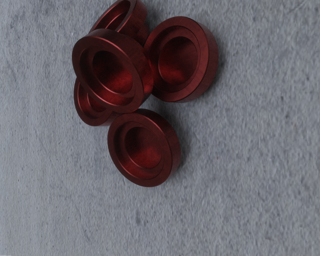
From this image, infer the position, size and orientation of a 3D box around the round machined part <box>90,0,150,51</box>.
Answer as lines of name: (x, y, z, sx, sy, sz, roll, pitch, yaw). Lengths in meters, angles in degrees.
round machined part: (-0.053, -0.128, 0.417, 0.098, 0.042, 0.098, -27, 42, 29)

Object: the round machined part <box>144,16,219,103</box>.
round machined part: (0.027, -0.079, 0.370, 0.098, 0.042, 0.097, 0, 90, 39)

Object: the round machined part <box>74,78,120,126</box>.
round machined part: (-0.081, -0.051, 0.458, 0.098, 0.042, 0.097, 0, 90, 39)

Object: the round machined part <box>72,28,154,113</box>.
round machined part: (-0.049, -0.069, 0.358, 0.098, 0.042, 0.097, 21, 138, 21)

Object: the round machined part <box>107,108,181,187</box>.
round machined part: (-0.016, 0.022, 0.393, 0.098, 0.042, 0.097, 13, 115, 30)
